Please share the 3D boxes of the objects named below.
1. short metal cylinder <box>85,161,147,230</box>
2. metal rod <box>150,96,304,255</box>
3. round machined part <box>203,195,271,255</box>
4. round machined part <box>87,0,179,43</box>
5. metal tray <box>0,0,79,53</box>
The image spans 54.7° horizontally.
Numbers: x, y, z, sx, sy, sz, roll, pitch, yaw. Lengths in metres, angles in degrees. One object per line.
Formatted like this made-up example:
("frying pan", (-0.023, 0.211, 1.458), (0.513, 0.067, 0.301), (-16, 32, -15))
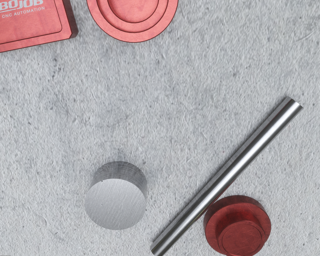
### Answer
("short metal cylinder", (-0.059, 0.093, 0.430), (0.081, 0.050, 0.079), (0, 110, -1))
("metal rod", (0.085, 0.079, 0.439), (0.025, 0.025, 0.299), (35, 106, -12))
("round machined part", (0.116, 0.153, 0.459), (0.099, 0.042, 0.097), (0, 110, -1))
("round machined part", (-0.029, -0.147, 0.346), (0.099, 0.042, 0.097), (0, 110, -1))
("metal tray", (-0.171, -0.137, 0.354), (0.131, 0.030, 0.089), (-11, 110, 3))
